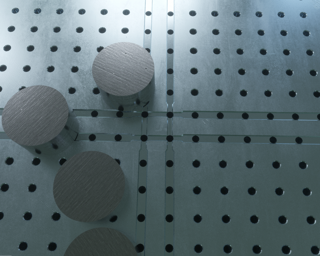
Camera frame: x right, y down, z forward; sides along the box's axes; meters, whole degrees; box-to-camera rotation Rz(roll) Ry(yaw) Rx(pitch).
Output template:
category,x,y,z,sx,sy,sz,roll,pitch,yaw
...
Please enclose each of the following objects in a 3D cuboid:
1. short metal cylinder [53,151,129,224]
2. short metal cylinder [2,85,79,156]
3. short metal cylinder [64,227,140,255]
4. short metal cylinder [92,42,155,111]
category,x,y,z,sx,sy,sz,roll,pitch,yaw
short metal cylinder,-0.080,0.073,0.371,0.081,0.050,0.080,0,70,0
short metal cylinder,-0.152,-0.008,0.400,0.081,0.050,0.080,0,70,0
short metal cylinder,-0.062,0.152,0.342,0.081,0.050,0.080,0,70,0
short metal cylinder,-0.047,-0.069,0.423,0.081,0.050,0.080,0,70,0
